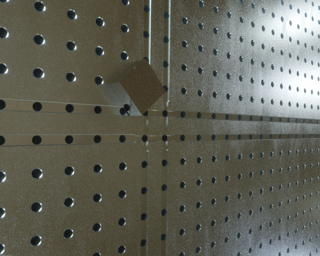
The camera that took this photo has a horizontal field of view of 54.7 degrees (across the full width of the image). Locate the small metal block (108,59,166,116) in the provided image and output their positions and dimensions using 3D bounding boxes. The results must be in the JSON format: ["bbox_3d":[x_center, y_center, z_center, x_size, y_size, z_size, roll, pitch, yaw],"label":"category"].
[{"bbox_3d":[-0.027,-0.050,0.388,0.050,0.025,0.050,-48,119,-29],"label":"small metal block"}]
